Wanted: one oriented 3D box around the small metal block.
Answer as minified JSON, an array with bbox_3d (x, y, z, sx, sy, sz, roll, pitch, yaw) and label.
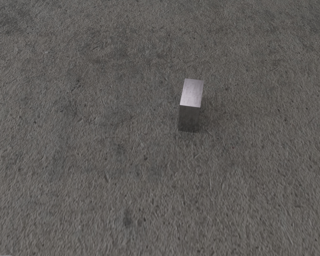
[{"bbox_3d":[0.041,-0.029,0.412,0.025,0.050,0.050,8,51,7],"label":"small metal block"}]
